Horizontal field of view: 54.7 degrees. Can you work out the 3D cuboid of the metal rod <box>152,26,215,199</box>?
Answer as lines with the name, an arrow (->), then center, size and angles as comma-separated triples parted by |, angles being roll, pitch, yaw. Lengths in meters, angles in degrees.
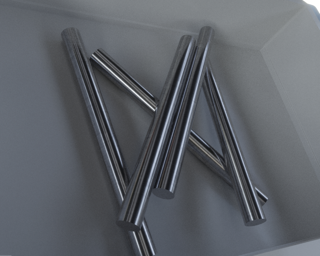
metal rod -> 0.041, -0.044, 0.422 | 0.025, 0.025, 0.300 | 27, 52, -12

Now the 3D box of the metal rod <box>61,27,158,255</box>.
metal rod -> -0.067, 0.003, 0.368 | 0.025, 0.025, 0.299 | -9, 66, -33

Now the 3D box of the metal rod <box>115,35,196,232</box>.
metal rod -> 0.006, -0.020, 0.388 | 0.025, 0.025, 0.300 | 27, 52, -12

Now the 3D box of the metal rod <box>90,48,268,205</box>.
metal rod -> 0.025, 0.001, 0.420 | 0.300, 0.025, 0.025 | 42, 51, 0

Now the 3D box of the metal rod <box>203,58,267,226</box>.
metal rod -> 0.087, -0.013, 0.439 | 0.025, 0.025, 0.299 | 8, 51, -25
